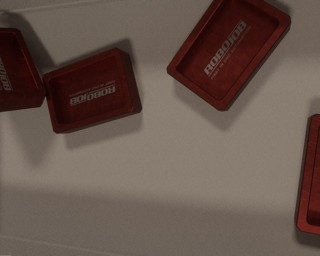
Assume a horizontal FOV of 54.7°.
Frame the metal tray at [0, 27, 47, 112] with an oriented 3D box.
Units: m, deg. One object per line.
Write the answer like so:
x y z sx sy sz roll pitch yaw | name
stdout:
-0.229 -0.085 0.439 0.030 0.091 0.130 -47 64 45 | metal tray

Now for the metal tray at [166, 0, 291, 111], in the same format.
0.081 -0.096 0.378 0.090 0.030 0.129 39 102 15 | metal tray

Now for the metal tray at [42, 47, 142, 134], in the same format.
-0.098 -0.050 0.441 0.130 0.030 0.090 -15 85 19 | metal tray

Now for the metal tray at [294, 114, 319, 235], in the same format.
0.203 0.053 0.336 0.090 0.030 0.129 7 92 19 | metal tray
